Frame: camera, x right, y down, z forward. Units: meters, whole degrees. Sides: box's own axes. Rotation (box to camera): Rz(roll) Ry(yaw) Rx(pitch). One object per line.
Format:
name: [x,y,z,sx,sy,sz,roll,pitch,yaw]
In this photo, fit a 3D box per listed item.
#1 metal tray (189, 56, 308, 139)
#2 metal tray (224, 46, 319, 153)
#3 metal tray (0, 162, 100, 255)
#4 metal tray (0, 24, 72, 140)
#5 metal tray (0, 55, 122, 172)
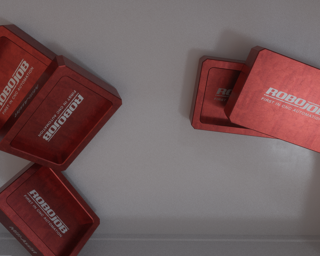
metal tray: [0.110,-0.038,0.395,0.131,0.030,0.089,7,110,-3]
metal tray: [0.154,-0.032,0.365,0.131,0.030,0.089,18,109,-7]
metal tray: [-0.149,0.114,0.414,0.030,0.090,0.130,-21,111,37]
metal tray: [-0.185,-0.050,0.388,0.090,0.030,0.130,36,106,-13]
metal tray: [-0.122,-0.012,0.381,0.090,0.030,0.130,31,107,-39]
